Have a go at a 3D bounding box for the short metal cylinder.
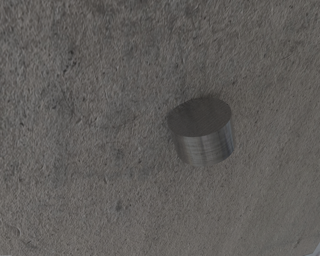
[{"bbox_3d":[0.055,0.004,0.403,0.080,0.080,0.050,-27,128,-12],"label":"short metal cylinder"}]
